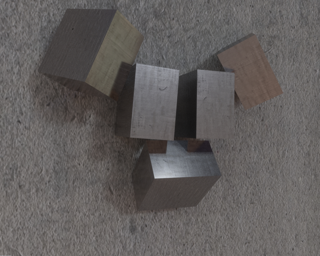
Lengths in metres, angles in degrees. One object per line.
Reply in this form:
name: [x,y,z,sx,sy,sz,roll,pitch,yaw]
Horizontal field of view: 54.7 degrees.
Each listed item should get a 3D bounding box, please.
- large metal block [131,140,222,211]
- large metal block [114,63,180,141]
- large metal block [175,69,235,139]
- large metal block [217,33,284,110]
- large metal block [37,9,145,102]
large metal block: [0.016,0.059,0.382,0.081,0.079,0.050,1,51,-20]
large metal block: [-0.019,-0.028,0.375,0.050,0.080,0.080,5,88,-20]
large metal block: [0.052,-0.028,0.402,0.050,0.080,0.079,1,90,-20]
large metal block: [0.120,-0.079,0.420,0.050,0.080,0.080,-26,101,20]
large metal block: [-0.076,-0.082,0.344,0.050,0.080,0.080,32,77,-54]
